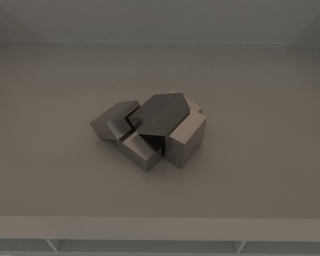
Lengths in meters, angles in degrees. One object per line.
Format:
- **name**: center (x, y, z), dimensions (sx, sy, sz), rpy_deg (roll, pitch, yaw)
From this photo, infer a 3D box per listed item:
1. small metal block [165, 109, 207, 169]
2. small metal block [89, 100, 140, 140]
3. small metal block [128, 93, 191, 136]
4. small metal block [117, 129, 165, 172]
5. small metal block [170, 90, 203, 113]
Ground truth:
- **small metal block**: center (0.031, 0.013, 0.376), dimensions (0.025, 0.050, 0.050), rpy_deg (29, 56, 21)
- **small metal block**: center (-0.054, -0.010, 0.395), dimensions (0.050, 0.025, 0.050), rpy_deg (-41, 23, -28)
- **small metal block**: center (-0.001, -0.017, 0.369), dimensions (0.050, 0.025, 0.050), rpy_deg (3, 40, 48)
- **small metal block**: center (-0.018, 0.019, 0.387), dimensions (0.050, 0.025, 0.050), rpy_deg (35, 58, 25)
- **small metal block**: center (0.021, -0.018, 0.418), dimensions (0.050, 0.025, 0.050), rpy_deg (35, 58, 25)
